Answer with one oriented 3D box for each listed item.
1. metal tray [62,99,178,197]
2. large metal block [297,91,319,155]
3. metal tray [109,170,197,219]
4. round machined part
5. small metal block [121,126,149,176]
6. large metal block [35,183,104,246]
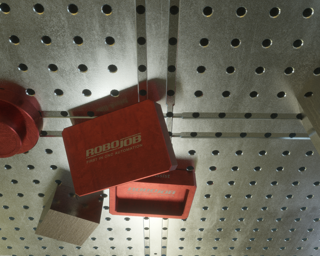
[{"bbox_3d":[-0.053,0.026,0.392,0.130,0.090,0.030,-18,170,14],"label":"metal tray"},{"bbox_3d":[0.223,-0.007,0.371,0.080,0.080,0.050,-20,127,16],"label":"large metal block"},{"bbox_3d":[-0.014,0.105,0.497,0.131,0.030,0.089,5,130,-4],"label":"metal tray"},{"bbox_3d":[-0.207,0.001,0.399,0.099,0.042,0.097,0,130,0],"label":"round machined part"},{"bbox_3d":[-0.034,0.032,0.422,0.025,0.050,0.050,16,128,-14],"label":"small metal block"},{"bbox_3d":[-0.151,0.147,0.519,0.080,0.050,0.080,24,126,-19],"label":"large metal block"}]
